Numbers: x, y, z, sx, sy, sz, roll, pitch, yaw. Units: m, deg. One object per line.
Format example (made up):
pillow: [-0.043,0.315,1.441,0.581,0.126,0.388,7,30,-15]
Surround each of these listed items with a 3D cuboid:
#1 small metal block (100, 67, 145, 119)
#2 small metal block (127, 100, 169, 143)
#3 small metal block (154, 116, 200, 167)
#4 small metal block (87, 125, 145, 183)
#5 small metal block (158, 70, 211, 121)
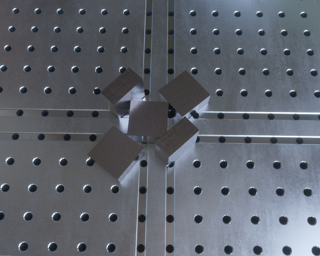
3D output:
small metal block: [-0.048,-0.045,0.414,0.025,0.050,0.050,42,76,13]
small metal block: [-0.015,-0.008,0.414,0.050,0.025,0.050,3,69,2]
small metal block: [0.020,0.018,0.392,0.050,0.050,0.025,-40,75,-13]
small metal block: [-0.056,0.034,0.399,0.050,0.025,0.050,36,73,12]
small metal block: [0.033,-0.043,0.428,0.050,0.025,0.050,-38,75,-12]
